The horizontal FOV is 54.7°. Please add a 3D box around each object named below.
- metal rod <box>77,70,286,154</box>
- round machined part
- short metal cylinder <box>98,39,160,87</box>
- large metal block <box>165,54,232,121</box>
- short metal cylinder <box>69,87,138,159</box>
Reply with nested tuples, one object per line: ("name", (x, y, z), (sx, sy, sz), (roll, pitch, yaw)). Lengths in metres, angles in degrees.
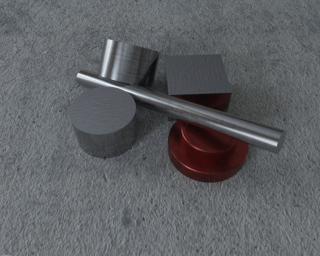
("metal rod", (0.002, -0.031, 0.387), (0.300, 0.025, 0.025), (21, 52, 33))
("round machined part", (0.059, 0.014, 0.381), (0.099, 0.042, 0.098), (0, 50, 0))
("short metal cylinder", (-0.044, -0.092, 0.441), (0.080, 0.050, 0.080), (13, 12, -3))
("large metal block", (0.049, -0.058, 0.435), (0.081, 0.050, 0.080), (-2, 50, -2))
("short metal cylinder", (-0.069, -0.007, 0.395), (0.081, 0.050, 0.080), (0, 50, 0))
